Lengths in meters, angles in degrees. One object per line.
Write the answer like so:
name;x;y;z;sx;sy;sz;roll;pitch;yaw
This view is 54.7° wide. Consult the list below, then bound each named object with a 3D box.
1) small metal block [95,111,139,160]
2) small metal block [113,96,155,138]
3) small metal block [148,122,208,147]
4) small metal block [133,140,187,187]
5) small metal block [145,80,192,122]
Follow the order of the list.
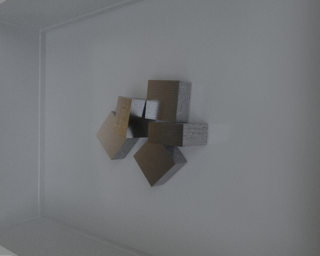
small metal block;-0.062;0.011;0.453;0.050;0.025;0.050;-52;60;27
small metal block;-0.032;-0.014;0.412;0.025;0.050;0.050;16;100;38
small metal block;0.022;0.007;0.368;0.050;0.050;0.025;4;93;39
small metal block;-0.001;0.040;0.403;0.050;0.025;0.050;-48;62;29
small metal block;0.010;-0.035;0.394;0.050;0.025;0.050;8;95;39
